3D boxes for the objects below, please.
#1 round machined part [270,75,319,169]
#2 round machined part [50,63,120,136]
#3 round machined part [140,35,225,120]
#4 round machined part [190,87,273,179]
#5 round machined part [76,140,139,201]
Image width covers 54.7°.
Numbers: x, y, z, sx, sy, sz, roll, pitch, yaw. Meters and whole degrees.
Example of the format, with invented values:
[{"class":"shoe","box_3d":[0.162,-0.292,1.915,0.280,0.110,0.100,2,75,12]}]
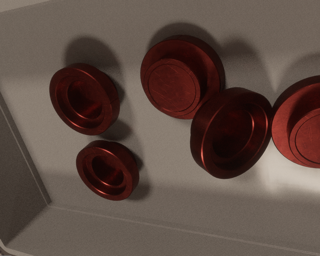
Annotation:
[{"class":"round machined part","box_3d":[0.160,0.001,0.303,0.098,0.042,0.097,7,121,12]},{"class":"round machined part","box_3d":[-0.096,-0.042,0.421,0.098,0.042,0.097,13,124,20]},{"class":"round machined part","box_3d":[0.021,-0.052,0.353,0.098,0.042,0.097,13,124,20]},{"class":"round machined part","box_3d":[0.073,0.003,0.337,0.042,0.099,0.097,36,141,52]},{"class":"round machined part","box_3d":[-0.075,0.059,0.472,0.098,0.042,0.097,13,124,20]}]
